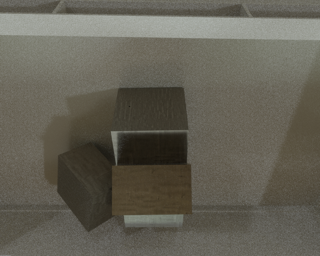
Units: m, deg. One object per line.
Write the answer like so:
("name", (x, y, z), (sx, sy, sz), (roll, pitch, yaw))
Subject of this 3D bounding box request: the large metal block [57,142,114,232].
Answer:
("large metal block", (-0.097, 0.080, 0.427), (0.050, 0.080, 0.079), (-25, 144, -39))

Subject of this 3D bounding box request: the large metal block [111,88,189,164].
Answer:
("large metal block", (-0.010, -0.004, 0.366), (0.081, 0.080, 0.050), (-1, 130, 0))

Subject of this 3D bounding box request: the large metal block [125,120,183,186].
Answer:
("large metal block", (-0.010, 0.034, 0.422), (0.081, 0.050, 0.079), (-1, 130, 0))

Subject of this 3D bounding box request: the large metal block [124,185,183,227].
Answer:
("large metal block", (-0.009, 0.095, 0.451), (0.081, 0.080, 0.050), (0, 130, -1))

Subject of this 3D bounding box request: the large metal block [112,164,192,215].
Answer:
("large metal block", (-0.008, 0.066, 0.353), (0.081, 0.080, 0.050), (-1, 85, 0))
